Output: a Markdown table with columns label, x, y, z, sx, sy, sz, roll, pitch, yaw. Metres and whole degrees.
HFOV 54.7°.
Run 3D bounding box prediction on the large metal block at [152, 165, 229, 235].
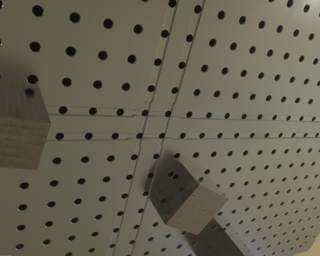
| label | x | y | z | sx | sy | sz | roll | pitch | yaw |
| --- | --- | --- | --- | --- | --- | --- | --- | --- | --- |
| large metal block | 0.049 | 0.117 | 0.496 | 0.080 | 0.050 | 0.080 | 32 | 101 | -39 |

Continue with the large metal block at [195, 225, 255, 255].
| label | x | y | z | sx | sy | sz | roll | pitch | yaw |
| --- | --- | --- | --- | --- | --- | --- | --- | --- | --- |
| large metal block | 0.130 | 0.254 | 0.607 | 0.050 | 0.080 | 0.080 | 31 | 101 | -38 |

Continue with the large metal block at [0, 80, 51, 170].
| label | x | y | z | sx | sy | sz | roll | pitch | yaw |
| --- | --- | --- | --- | --- | --- | --- | --- | --- | --- |
| large metal block | -0.155 | -0.008 | 0.287 | 0.081 | 0.080 | 0.050 | 10 | 113 | -33 |
